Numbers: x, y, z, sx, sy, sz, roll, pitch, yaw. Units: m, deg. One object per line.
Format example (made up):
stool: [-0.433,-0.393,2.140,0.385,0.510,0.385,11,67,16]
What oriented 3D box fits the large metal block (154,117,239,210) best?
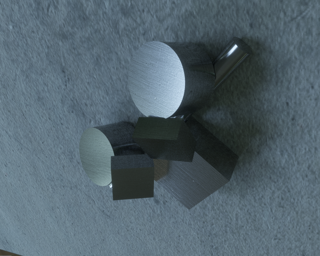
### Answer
large metal block: [0.039,0.046,0.397,0.080,0.050,0.080,41,129,-1]

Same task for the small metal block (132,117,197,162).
small metal block: [0.006,0.013,0.331,0.050,0.025,0.050,2,150,27]

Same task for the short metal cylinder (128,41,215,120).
short metal cylinder: [0.011,-0.052,0.334,0.080,0.050,0.079,12,108,42]

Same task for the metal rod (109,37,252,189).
metal rod: [0.006,0.003,0.405,0.025,0.025,0.298,41,129,-1]

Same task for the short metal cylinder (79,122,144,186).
short metal cylinder: [-0.068,0.034,0.429,0.080,0.050,0.079,12,108,41]

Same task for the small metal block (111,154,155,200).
small metal block: [-0.034,0.061,0.382,0.050,0.025,0.050,-3,123,-8]
